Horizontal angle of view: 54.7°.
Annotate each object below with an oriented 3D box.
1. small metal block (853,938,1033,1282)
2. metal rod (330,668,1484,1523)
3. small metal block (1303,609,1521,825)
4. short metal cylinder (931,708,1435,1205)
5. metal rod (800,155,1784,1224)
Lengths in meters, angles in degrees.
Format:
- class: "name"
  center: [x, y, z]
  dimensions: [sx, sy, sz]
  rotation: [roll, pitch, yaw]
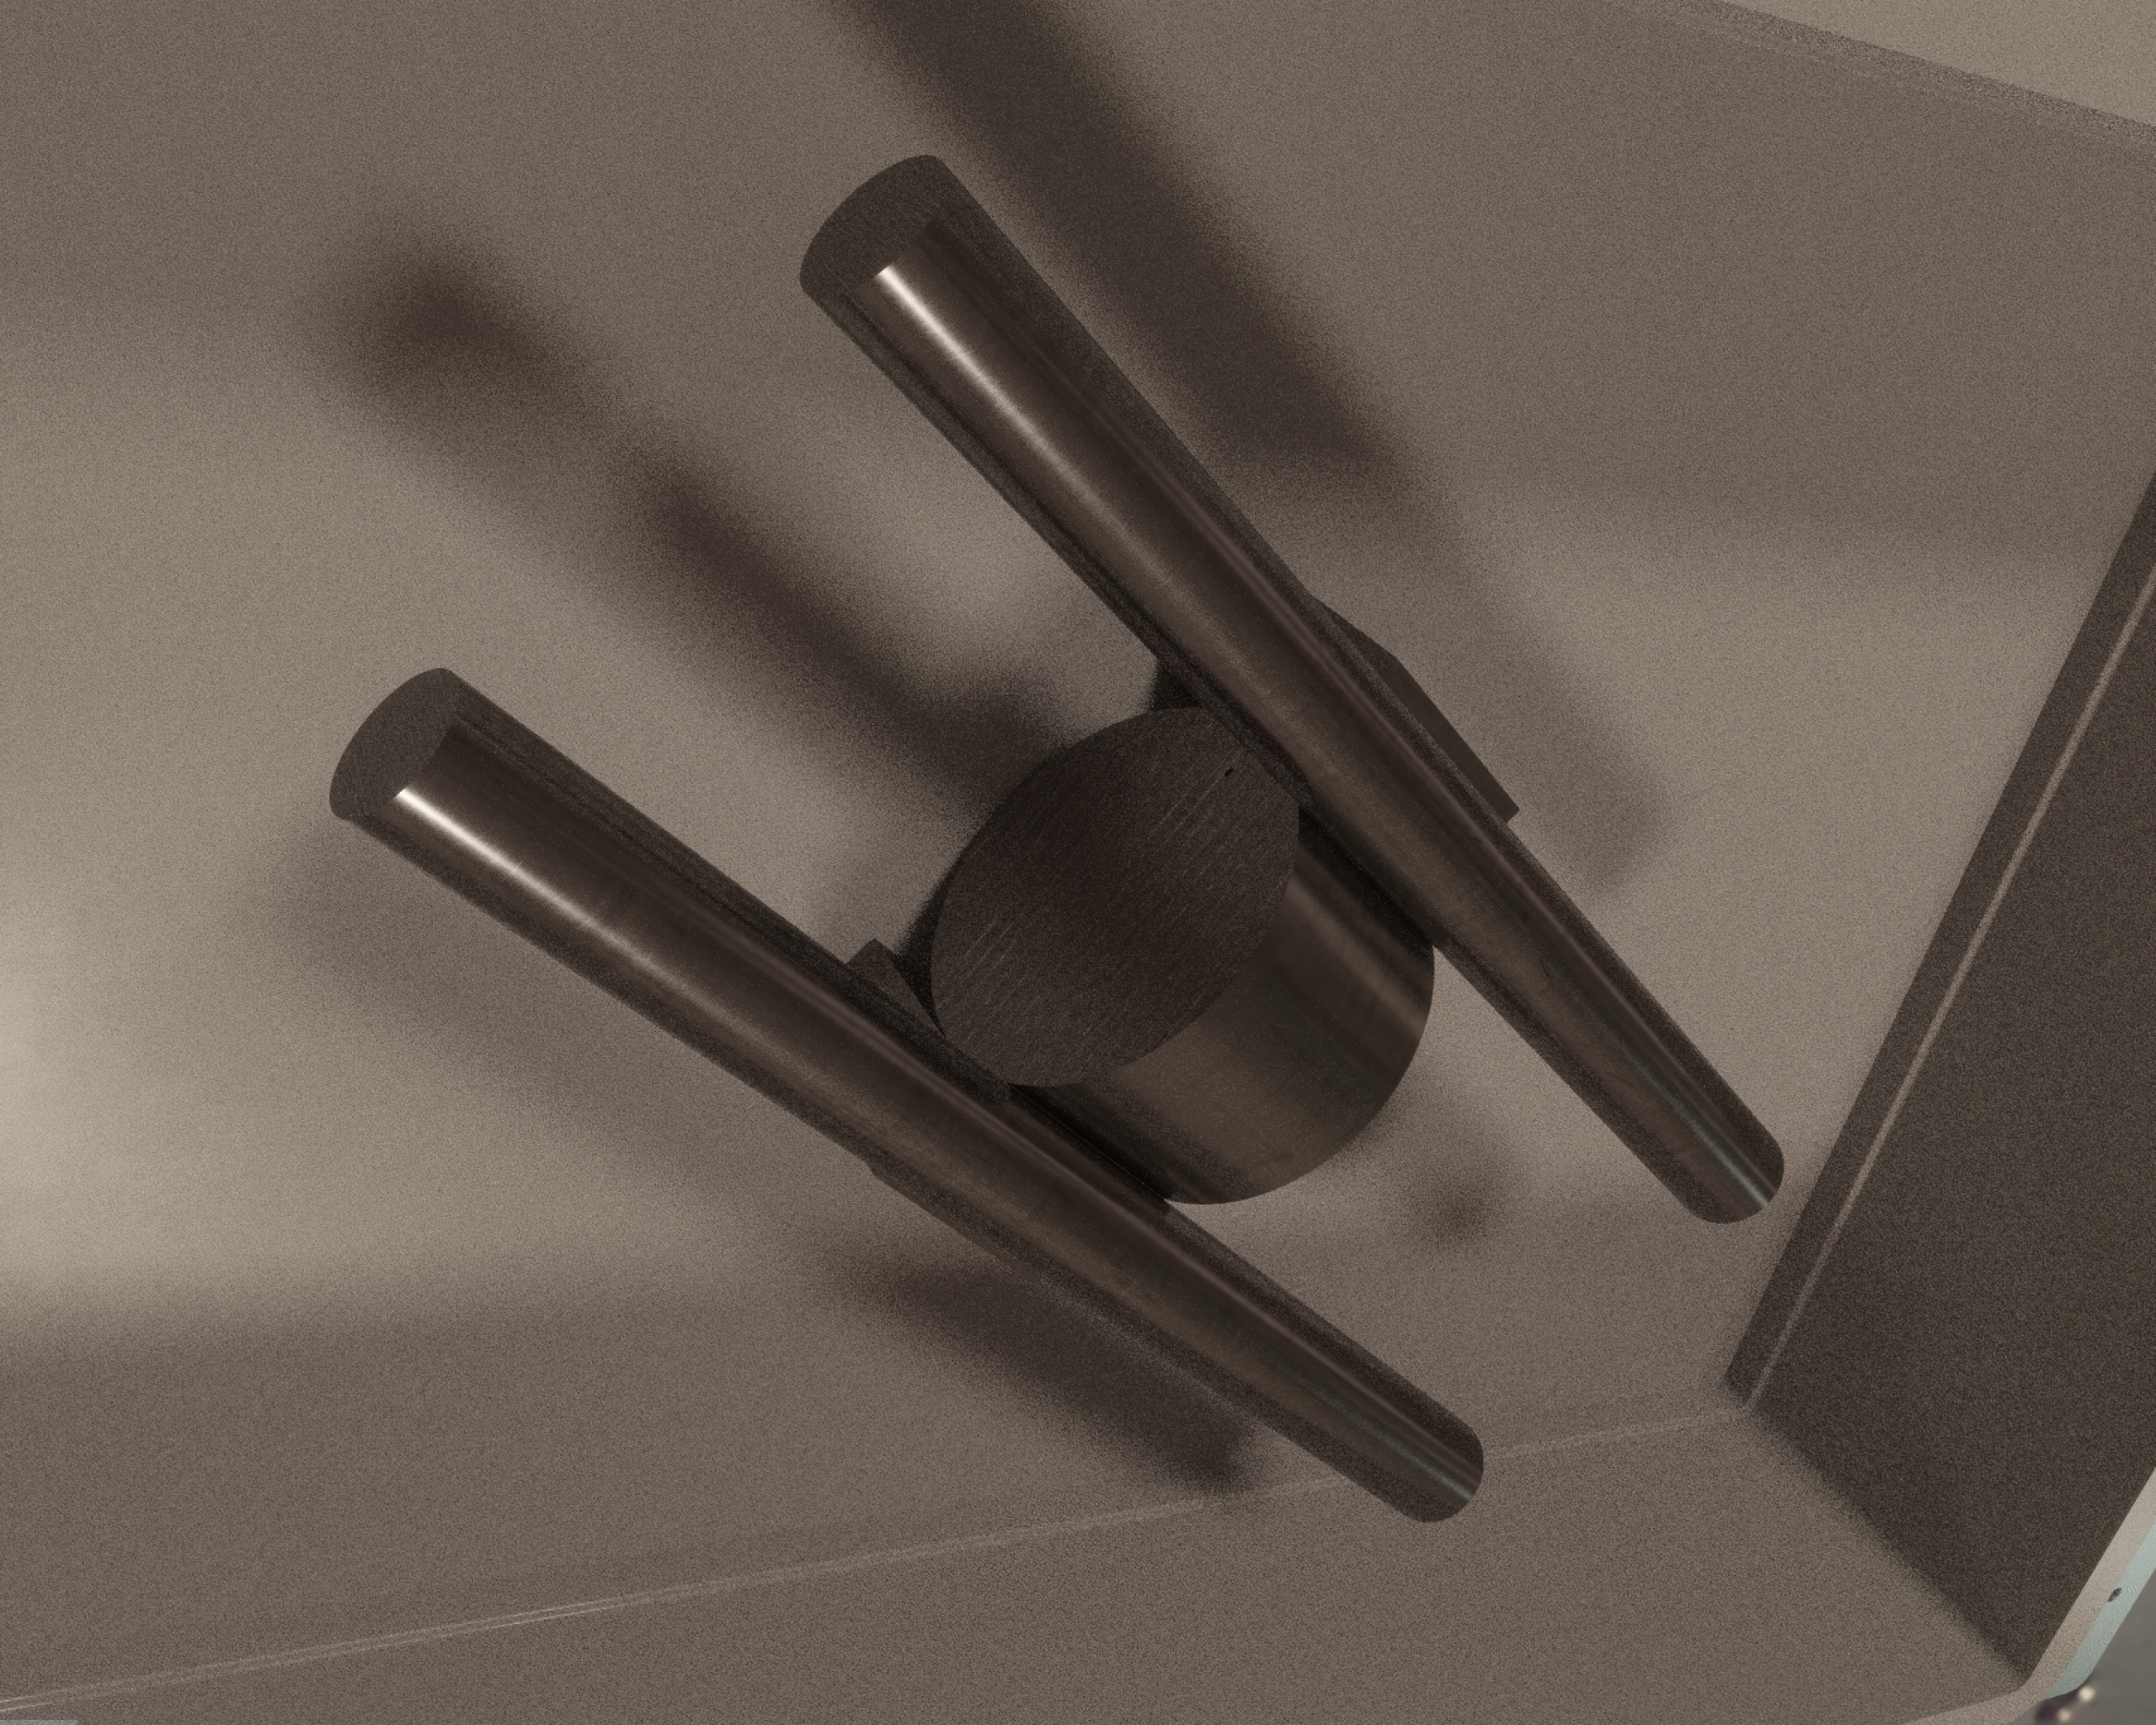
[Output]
- class: "small metal block"
  center: [-0.024, 0.049, 0.409]
  dimensions: [0.025, 0.050, 0.050]
  rotation: [-45, 130, 3]
- class: "metal rod"
  center: [-0.006, 0.061, 0.379]
  dimensions: [0.025, 0.025, 0.300]
  rotation: [-46, 129, 3]
- class: "small metal block"
  center: [0.051, -0.026, 0.403]
  dimensions: [0.025, 0.050, 0.050]
  rotation: [-45, 130, 3]
- class: "short metal cylinder"
  center: [0.020, 0.018, 0.394]
  dimensions: [0.080, 0.080, 0.050]
  rotation: [-45, 130, 3]
- class: "metal rod"
  center: [0.059, -0.007, 0.372]
  dimensions: [0.025, 0.025, 0.300]
  rotation: [-46, 130, 3]
